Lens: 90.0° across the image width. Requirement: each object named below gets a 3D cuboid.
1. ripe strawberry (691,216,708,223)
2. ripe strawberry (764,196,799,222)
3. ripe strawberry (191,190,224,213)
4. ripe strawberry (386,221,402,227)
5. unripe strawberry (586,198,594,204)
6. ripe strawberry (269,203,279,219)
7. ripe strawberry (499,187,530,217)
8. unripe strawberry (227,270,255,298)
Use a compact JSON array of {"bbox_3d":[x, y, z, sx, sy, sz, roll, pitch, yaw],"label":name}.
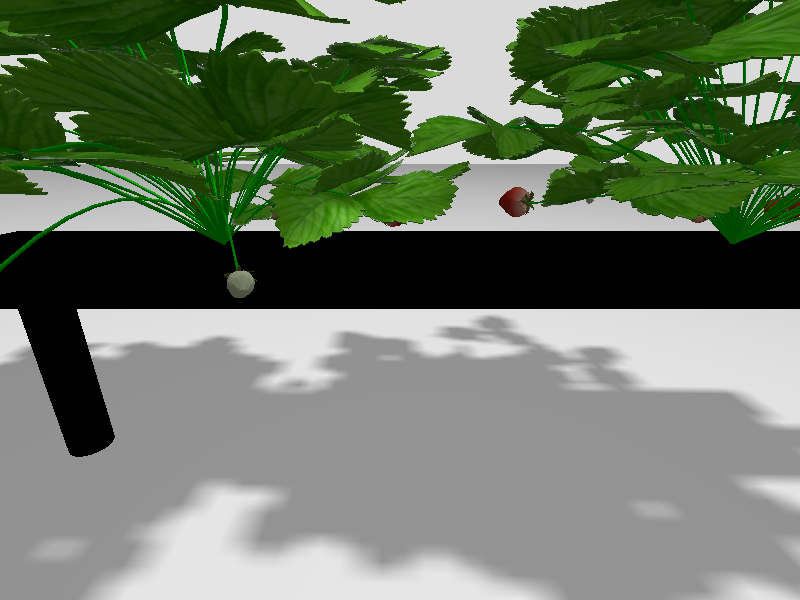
[{"bbox_3d":[0.349,-0.106,0.468,0.028,0.029,0.030,9,21,22],"label":"ripe strawberry"},{"bbox_3d":[0.440,-0.104,0.458,0.034,0.029,0.034,14,6,-42],"label":"ripe strawberry"},{"bbox_3d":[-0.234,-0.118,0.488,0.038,0.033,0.038,-10,22,-26],"label":"ripe strawberry"},{"bbox_3d":[-0.003,-0.096,0.431,0.032,0.033,0.029,-11,23,-28],"label":"ripe strawberry"},{"bbox_3d":[0.265,-0.140,0.560,0.011,0.011,0.011,-3,20,-7],"label":"unripe strawberry"},{"bbox_3d":[-0.147,-0.108,0.481,0.024,0.021,0.024,1,15,3],"label":"ripe strawberry"},{"bbox_3d":[0.144,-0.125,0.508,0.036,0.038,0.039,-17,26,-39],"label":"ripe strawberry"},{"bbox_3d":[-0.088,-0.008,0.222,0.015,0.015,0.016,-10,41,-24],"label":"unripe strawberry"}]
